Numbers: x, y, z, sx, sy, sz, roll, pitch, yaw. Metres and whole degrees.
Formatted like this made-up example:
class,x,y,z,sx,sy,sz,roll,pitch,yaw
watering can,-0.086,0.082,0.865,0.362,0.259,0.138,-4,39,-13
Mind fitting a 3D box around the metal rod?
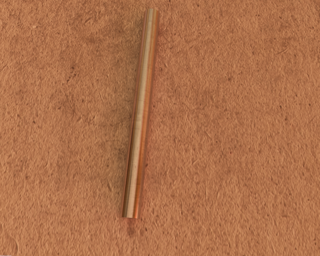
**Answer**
class,x,y,z,sx,sy,sz,roll,pitch,yaw
metal rod,-0.024,-0.033,0.419,0.025,0.025,0.299,4,70,2
